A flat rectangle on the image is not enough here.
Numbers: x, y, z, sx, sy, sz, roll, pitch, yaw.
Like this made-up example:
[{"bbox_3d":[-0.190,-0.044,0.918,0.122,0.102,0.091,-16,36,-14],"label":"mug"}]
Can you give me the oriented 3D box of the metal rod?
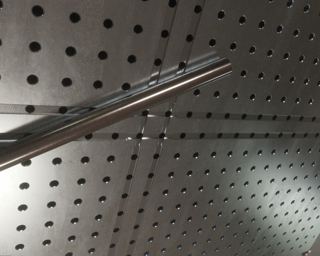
[{"bbox_3d":[-0.046,-0.023,0.373,0.302,0.025,0.025,-24,128,-14],"label":"metal rod"}]
